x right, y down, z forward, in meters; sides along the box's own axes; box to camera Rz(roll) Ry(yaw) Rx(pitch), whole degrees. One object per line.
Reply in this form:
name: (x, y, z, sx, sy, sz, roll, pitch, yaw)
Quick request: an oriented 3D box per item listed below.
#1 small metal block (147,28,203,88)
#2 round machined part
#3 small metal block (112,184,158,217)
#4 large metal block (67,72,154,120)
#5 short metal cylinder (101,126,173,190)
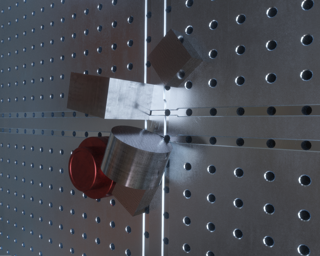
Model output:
small metal block: (0.018, -0.088, 0.393, 0.050, 0.025, 0.050, -45, 64, 30)
round machined part: (-0.105, 0.062, 0.483, 0.098, 0.042, 0.097, 0, 90, 39)
small metal block: (-0.036, 0.087, 0.437, 0.050, 0.025, 0.050, 38, 113, 33)
large metal block: (-0.068, -0.044, 0.427, 0.080, 0.081, 0.050, 15, 100, 38)
short metal cylinder: (-0.030, 0.036, 0.396, 0.080, 0.081, 0.050, 30, 109, 35)
